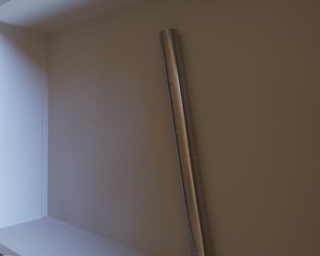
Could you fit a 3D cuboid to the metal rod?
[{"bbox_3d":[0.032,0.025,0.381,0.025,0.025,0.299,-14,81,39],"label":"metal rod"}]
